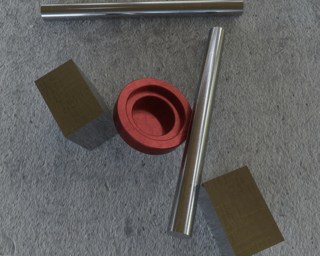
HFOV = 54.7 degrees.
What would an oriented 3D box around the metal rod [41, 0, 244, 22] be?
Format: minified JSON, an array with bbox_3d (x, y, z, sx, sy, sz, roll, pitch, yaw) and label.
[{"bbox_3d":[-0.026,-0.180,0.473,0.302,0.025,0.025,-2,70,-1],"label":"metal rod"}]

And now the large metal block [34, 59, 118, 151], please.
[{"bbox_3d":[-0.097,-0.025,0.383,0.050,0.080,0.080,-33,73,-2],"label":"large metal block"}]

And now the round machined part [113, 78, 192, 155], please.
[{"bbox_3d":[-0.011,-0.011,0.392,0.099,0.042,0.098,10,62,-18],"label":"round machined part"}]

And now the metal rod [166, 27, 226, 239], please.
[{"bbox_3d":[0.052,-0.018,0.383,0.025,0.025,0.300,13,58,4],"label":"metal rod"}]

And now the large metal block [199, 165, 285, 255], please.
[{"bbox_3d":[0.082,0.096,0.345,0.050,0.080,0.080,-21,72,-8],"label":"large metal block"}]
